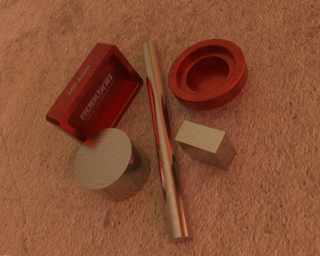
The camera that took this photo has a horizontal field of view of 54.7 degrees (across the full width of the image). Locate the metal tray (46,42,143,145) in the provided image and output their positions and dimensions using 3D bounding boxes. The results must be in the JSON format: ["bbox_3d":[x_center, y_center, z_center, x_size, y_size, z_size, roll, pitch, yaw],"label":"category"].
[{"bbox_3d":[-0.085,-0.041,0.432,0.030,0.090,0.130,20,72,35],"label":"metal tray"}]

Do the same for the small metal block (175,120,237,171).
[{"bbox_3d":[0.052,0.020,0.345,0.050,0.050,0.025,18,71,34],"label":"small metal block"}]

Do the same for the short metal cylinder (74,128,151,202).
[{"bbox_3d":[-0.059,0.047,0.390,0.080,0.050,0.080,-13,56,20],"label":"short metal cylinder"}]

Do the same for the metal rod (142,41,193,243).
[{"bbox_3d":[0.003,-0.005,0.407,0.025,0.025,0.299,-20,54,16],"label":"metal rod"}]

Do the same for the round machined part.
[{"bbox_3d":[0.063,-0.063,0.399,0.098,0.042,0.098,-13,56,20],"label":"round machined part"}]
